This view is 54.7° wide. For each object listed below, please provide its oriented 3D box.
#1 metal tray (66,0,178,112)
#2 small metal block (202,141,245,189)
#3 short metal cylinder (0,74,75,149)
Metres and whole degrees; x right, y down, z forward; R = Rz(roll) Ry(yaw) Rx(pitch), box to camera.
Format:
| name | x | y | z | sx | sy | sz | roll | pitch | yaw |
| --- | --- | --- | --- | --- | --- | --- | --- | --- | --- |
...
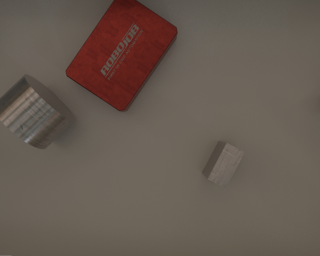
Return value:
| name | x | y | z | sx | sy | sz | roll | pitch | yaw |
| --- | --- | --- | --- | --- | --- | --- | --- | --- | --- |
| metal tray | -0.049 | -0.097 | 0.408 | 0.090 | 0.030 | 0.130 | 34 | 90 | -1 |
| small metal block | 0.080 | 0.045 | 0.400 | 0.025 | 0.050 | 0.050 | 28 | 90 | 0 |
| short metal cylinder | -0.153 | -0.020 | 0.382 | 0.050 | 0.080 | 0.080 | -44 | 91 | 0 |
